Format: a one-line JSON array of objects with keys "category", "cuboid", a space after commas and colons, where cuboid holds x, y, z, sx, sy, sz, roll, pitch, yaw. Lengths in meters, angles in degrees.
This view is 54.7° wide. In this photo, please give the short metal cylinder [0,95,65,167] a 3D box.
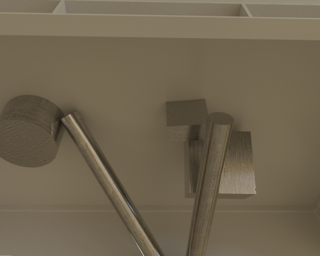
[{"category": "short metal cylinder", "cuboid": [-0.166, 0.005, 0.394, 0.081, 0.050, 0.079, 0, 130, 0]}]

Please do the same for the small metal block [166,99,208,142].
[{"category": "small metal block", "cuboid": [0.034, -0.010, 0.385, 0.050, 0.050, 0.025, -4, 130, 3]}]

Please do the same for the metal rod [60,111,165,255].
[{"category": "metal rod", "cuboid": [-0.042, 0.113, 0.412, 0.025, 0.025, 0.299, -28, 96, 21]}]

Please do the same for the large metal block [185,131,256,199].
[{"category": "large metal block", "cuboid": [0.075, 0.049, 0.407, 0.081, 0.080, 0.050, 2, 160, -2]}]

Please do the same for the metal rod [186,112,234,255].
[{"category": "metal rod", "cuboid": [0.050, 0.117, 0.378, 0.025, 0.025, 0.298, 2, 122, -3]}]
